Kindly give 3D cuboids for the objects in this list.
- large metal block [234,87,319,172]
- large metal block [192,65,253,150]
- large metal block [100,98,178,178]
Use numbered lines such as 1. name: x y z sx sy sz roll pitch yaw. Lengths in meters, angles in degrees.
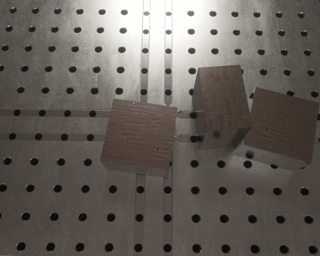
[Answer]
1. large metal block: 0.149 0.003 0.399 0.080 0.050 0.080 16 71 5
2. large metal block: 0.074 -0.023 0.392 0.050 0.080 0.080 -5 70 -2
3. large metal block: -0.024 0.014 0.393 0.080 0.050 0.080 8 70 2
